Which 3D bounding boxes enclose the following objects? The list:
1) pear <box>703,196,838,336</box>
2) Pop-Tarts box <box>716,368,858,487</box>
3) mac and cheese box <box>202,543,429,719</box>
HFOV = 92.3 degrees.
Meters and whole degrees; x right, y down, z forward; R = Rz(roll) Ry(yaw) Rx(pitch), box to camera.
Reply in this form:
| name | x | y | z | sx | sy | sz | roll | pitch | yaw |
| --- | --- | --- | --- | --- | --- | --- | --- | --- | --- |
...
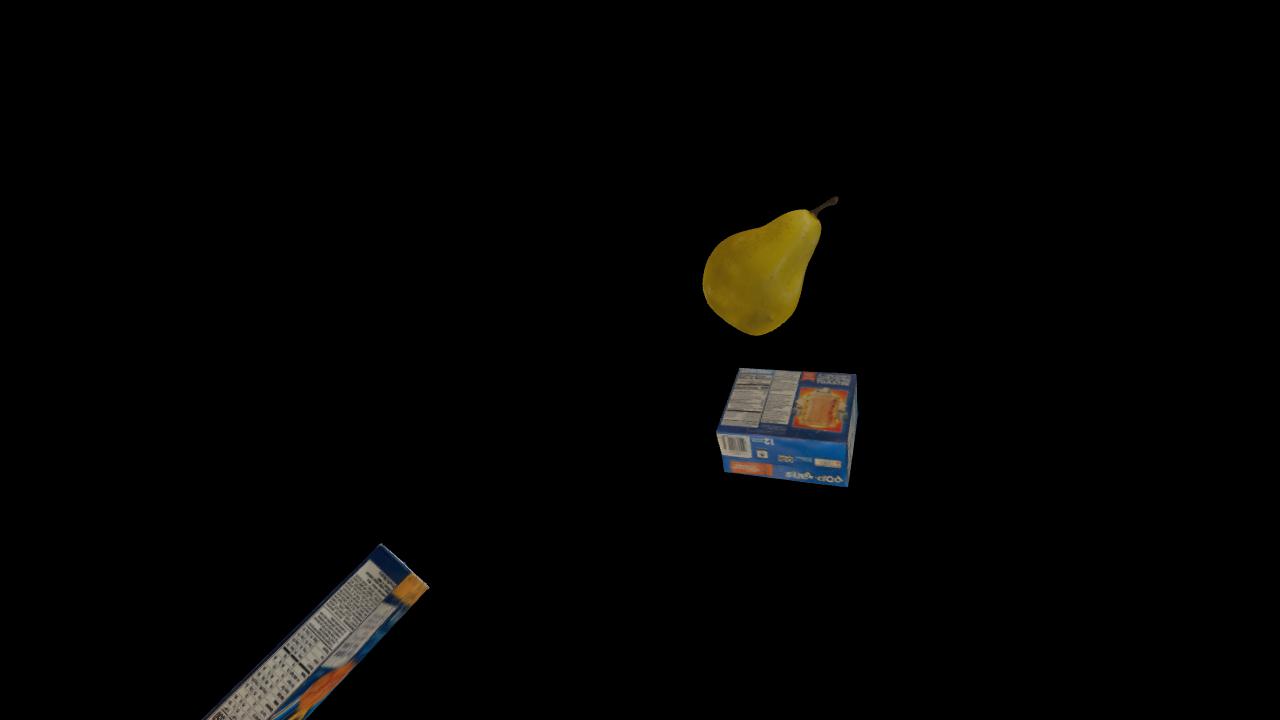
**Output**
| name | x | y | z | sx | sy | sz | roll | pitch | yaw |
| --- | --- | --- | --- | --- | --- | --- | --- | --- | --- |
| pear | 0.094 | -0.075 | 0.438 | 0.080 | 0.111 | 0.080 | 32 | 19 | -12 |
| Pop-Tarts box | 0.207 | 0.088 | 0.847 | 0.167 | 0.083 | 0.141 | 3 | 39 | 23 |
| mac and cheese box | -0.245 | 0.227 | 0.458 | 0.041 | 0.184 | 0.093 | 38 | -27 | 9 |
